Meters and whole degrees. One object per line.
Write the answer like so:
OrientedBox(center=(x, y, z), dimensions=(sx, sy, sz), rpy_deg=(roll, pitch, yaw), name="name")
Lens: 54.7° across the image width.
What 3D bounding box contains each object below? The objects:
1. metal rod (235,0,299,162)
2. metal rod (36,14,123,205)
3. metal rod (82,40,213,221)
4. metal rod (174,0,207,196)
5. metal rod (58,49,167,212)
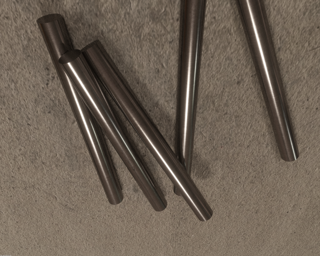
OrientedBox(center=(0.123, -0.065, 0.353), dimensions=(0.025, 0.025, 0.299), rpy_deg=(-20, 128, 15), name="metal rod")
OrientedBox(center=(-0.092, 0.002, 0.407), dimensions=(0.025, 0.025, 0.298), rpy_deg=(-6, 130, 5), name="metal rod")
OrientedBox(center=(-0.003, 0.022, 0.403), dimensions=(0.025, 0.025, 0.299), rpy_deg=(-23, 120, 18), name="metal rod")
OrientedBox(center=(0.033, -0.015, 0.394), dimensions=(0.025, 0.025, 0.298), rpy_deg=(0, 130, 0), name="metal rod")
OrientedBox(center=(-0.046, 0.028, 0.416), dimensions=(0.025, 0.025, 0.299), rpy_deg=(-14, 133, 11), name="metal rod")
